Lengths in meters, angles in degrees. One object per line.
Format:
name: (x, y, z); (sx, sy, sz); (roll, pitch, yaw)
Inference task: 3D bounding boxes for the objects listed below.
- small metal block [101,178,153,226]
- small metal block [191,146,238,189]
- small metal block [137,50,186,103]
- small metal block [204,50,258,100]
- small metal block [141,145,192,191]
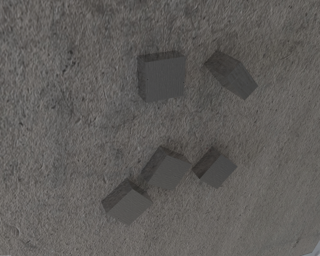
small metal block: (-0.047, 0.108, 0.448); (0.050, 0.025, 0.050); (-44, 129, 2)
small metal block: (0.087, 0.064, 0.494); (0.050, 0.025, 0.050); (34, 99, -39)
small metal block: (0.001, -0.062, 0.369); (0.050, 0.025, 0.050); (-14, 124, -21)
small metal block: (0.091, -0.068, 0.398); (0.025, 0.050, 0.050); (-47, 129, 5)
small metal block: (0.009, 0.059, 0.448); (0.050, 0.025, 0.050); (25, 105, -37)
